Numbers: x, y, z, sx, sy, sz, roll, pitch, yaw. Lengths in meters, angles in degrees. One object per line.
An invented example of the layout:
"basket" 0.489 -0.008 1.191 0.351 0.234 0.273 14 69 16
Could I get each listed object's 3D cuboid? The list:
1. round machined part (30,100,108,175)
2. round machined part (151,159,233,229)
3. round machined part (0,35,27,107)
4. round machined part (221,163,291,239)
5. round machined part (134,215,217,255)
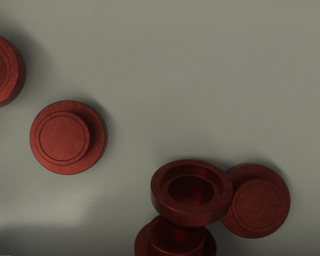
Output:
"round machined part" -0.120 0.013 0.401 0.099 0.042 0.097 0 90 -1
"round machined part" 0.038 0.084 0.383 0.099 0.098 0.042 0 121 -1
"round machined part" -0.222 -0.072 0.400 0.099 0.042 0.097 0 90 -1
"round machined part" 0.122 0.097 0.405 0.099 0.042 0.097 0 90 -1
"round machined part" 0.018 0.139 0.371 0.099 0.098 0.042 0 116 -1
